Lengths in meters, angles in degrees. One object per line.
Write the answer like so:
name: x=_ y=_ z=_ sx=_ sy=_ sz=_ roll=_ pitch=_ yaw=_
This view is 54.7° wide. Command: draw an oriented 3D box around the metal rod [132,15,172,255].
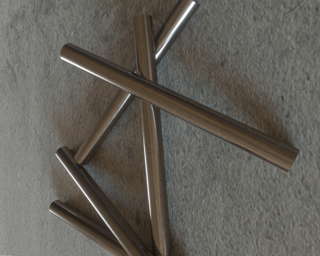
metal rod: x=-0.009 y=0.012 z=0.391 sx=0.025 sy=0.025 sz=0.298 roll=-2 pitch=95 yaw=39

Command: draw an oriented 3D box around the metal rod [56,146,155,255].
metal rod: x=-0.079 y=0.118 z=0.450 sx=0.300 sy=0.025 sz=0.025 roll=39 pitch=114 yaw=38

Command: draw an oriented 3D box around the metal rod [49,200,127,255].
metal rod: x=-0.073 y=0.170 z=0.462 sx=0.300 sy=0.025 sz=0.025 roll=14 pitch=99 yaw=38

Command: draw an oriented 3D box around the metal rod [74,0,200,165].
metal rod: x=-0.045 y=-0.052 z=0.439 sx=0.298 sy=0.025 sz=0.025 roll=-51 pitch=60 yaw=27

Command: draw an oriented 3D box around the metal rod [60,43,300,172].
metal rod: x=0.004 y=-0.033 z=0.351 sx=0.301 sy=0.025 sz=0.025 roll=28 pitch=108 yaw=20
